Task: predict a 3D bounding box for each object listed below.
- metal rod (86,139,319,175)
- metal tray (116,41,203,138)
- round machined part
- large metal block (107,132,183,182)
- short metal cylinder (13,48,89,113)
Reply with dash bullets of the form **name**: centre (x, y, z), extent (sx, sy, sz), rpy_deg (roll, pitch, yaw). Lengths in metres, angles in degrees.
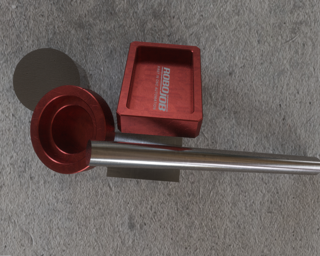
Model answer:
- **metal rod**: centre (0.070, 0.037, 0.353), extent (0.302, 0.025, 0.025), rpy_deg (6, 90, -25)
- **metal tray**: centre (0.003, -0.051, 0.371), extent (0.091, 0.030, 0.130), rpy_deg (5, 50, 0)
- **round machined part**: centre (-0.095, 0.002, 0.357), extent (0.098, 0.042, 0.097), rpy_deg (0, 89, 19)
- **large metal block**: centre (-0.017, 0.032, 0.383), extent (0.081, 0.080, 0.050), rpy_deg (5, 90, -1)
- **short metal cylinder**: centre (-0.136, -0.056, 0.397), extent (0.081, 0.050, 0.079), rpy_deg (0, 90, -1)
